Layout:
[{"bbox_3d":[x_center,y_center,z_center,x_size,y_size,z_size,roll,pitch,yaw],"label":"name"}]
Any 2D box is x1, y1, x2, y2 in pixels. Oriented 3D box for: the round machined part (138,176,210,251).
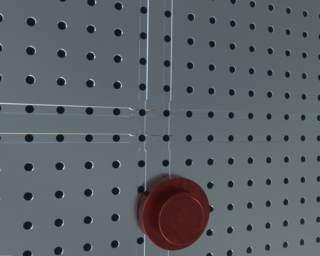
[{"bbox_3d":[0.024,0.115,0.414,0.099,0.042,0.097,0,90,-21],"label":"round machined part"}]
